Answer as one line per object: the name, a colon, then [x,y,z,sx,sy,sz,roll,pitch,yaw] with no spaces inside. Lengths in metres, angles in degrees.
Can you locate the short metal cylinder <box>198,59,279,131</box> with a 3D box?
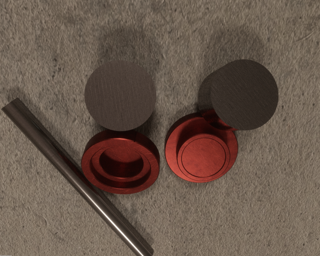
short metal cylinder: [0.091,-0.037,0.369,0.081,0.050,0.079,0,88,-10]

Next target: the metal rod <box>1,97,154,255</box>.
metal rod: [-0.106,0.083,0.438,0.025,0.025,0.299,-34,107,11]

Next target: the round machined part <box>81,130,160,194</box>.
round machined part: [-0.049,0.038,0.405,0.099,0.042,0.097,1,127,1]

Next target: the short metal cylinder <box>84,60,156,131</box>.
short metal cylinder: [-0.045,-0.039,0.373,0.081,0.050,0.079,0,98,-3]

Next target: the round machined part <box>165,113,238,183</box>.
round machined part: [0.056,0.031,0.413,0.099,0.042,0.097,0,110,-1]
